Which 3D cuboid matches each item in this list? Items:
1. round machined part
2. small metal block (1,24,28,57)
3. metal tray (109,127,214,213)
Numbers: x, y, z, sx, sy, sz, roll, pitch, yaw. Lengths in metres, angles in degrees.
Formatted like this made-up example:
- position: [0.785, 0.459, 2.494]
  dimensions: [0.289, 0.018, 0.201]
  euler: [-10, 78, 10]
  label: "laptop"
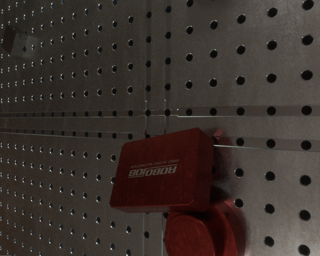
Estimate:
- position: [0.044, 0.130, 0.361]
  dimensions: [0.098, 0.042, 0.097]
  euler: [0, 90, 39]
  label: "round machined part"
- position: [-0.311, -0.187, 0.662]
  dimensions: [0.050, 0.025, 0.050]
  euler: [39, 113, 33]
  label: "small metal block"
- position: [0.000, 0.055, 0.381]
  dimensions: [0.130, 0.030, 0.090]
  euler: [-13, 56, 38]
  label: "metal tray"
